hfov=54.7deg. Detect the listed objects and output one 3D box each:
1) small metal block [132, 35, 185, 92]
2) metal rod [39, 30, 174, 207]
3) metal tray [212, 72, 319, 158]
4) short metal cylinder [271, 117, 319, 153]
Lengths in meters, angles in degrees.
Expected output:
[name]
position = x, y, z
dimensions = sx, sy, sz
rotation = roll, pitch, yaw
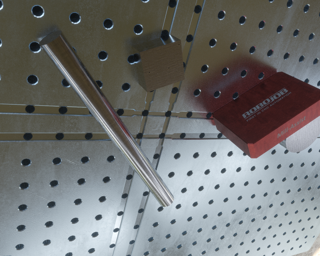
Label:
[small metal block]
position = -0.001, -0.076, 0.365
dimensions = 0.050, 0.025, 0.050
rotation = -21, 127, -16
[metal rod]
position = -0.048, 0.013, 0.394
dimensions = 0.025, 0.025, 0.299
rotation = -35, 129, -6
[metal tray]
position = 0.154, -0.023, 0.441
dimensions = 0.131, 0.090, 0.030
rotation = -32, 129, -8
[short metal cylinder]
position = 0.223, -0.006, 0.517
dimensions = 0.081, 0.050, 0.079
rotation = -14, 125, -21
